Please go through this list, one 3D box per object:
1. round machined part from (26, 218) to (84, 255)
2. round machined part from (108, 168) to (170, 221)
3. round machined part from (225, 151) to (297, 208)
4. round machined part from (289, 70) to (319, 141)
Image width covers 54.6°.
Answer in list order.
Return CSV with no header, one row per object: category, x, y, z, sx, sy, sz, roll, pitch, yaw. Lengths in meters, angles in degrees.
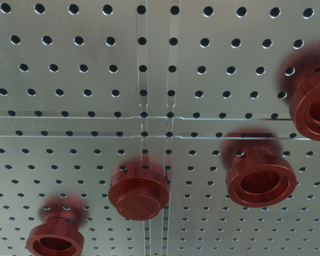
round machined part,-0.189,0.202,0.571,0.099,0.042,0.097,0,130,0
round machined part,-0.034,0.111,0.495,0.099,0.042,0.097,0,130,0
round machined part,0.147,0.073,0.463,0.099,0.042,0.097,0,130,0
round machined part,0.206,-0.033,0.373,0.099,0.042,0.097,0,130,0
